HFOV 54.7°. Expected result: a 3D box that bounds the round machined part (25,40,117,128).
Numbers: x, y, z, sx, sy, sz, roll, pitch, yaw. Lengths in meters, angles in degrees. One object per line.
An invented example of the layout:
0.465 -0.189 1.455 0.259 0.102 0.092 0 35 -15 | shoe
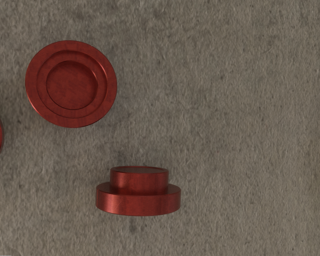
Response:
-0.103 -0.049 0.362 0.099 0.042 0.097 0 90 -21 | round machined part

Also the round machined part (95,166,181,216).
-0.025 0.069 0.362 0.099 0.098 0.042 3 89 -20 | round machined part

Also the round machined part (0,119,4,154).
-0.216 0.009 0.320 0.099 0.042 0.097 0 90 -21 | round machined part
